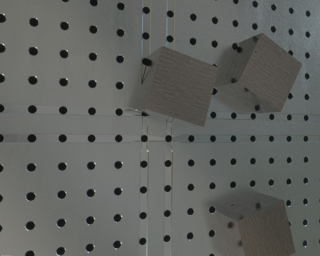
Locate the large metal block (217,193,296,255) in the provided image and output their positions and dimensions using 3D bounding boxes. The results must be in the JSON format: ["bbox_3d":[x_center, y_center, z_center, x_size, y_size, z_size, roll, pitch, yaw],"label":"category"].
[{"bbox_3d":[0.139,0.151,0.451,0.081,0.050,0.080,-17,96,-19],"label":"large metal block"}]

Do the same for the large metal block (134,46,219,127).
[{"bbox_3d":[0.021,-0.050,0.407,0.080,0.050,0.080,16,85,-19],"label":"large metal block"}]

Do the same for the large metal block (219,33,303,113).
[{"bbox_3d":[0.146,-0.077,0.453,0.080,0.050,0.080,30,80,-18],"label":"large metal block"}]
